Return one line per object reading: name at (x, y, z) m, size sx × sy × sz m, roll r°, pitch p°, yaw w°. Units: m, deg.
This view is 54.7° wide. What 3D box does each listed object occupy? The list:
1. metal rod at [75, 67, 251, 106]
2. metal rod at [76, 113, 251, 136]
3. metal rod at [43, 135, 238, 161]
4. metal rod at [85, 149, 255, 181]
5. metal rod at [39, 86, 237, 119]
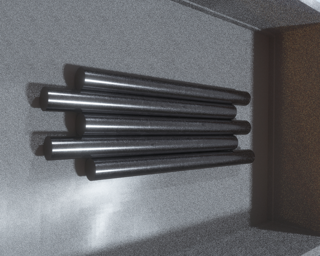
metal rod at (0.029, -0.052, 0.431) m, size 0.302 × 0.025 × 0.025 m, roll 1°, pitch 90°, yaw -40°
metal rod at (0.030, -0.002, 0.432) m, size 0.302 × 0.025 × 0.025 m, roll 1°, pitch 90°, yaw -40°
metal rod at (0.002, 0.022, 0.409) m, size 0.302 × 0.025 × 0.025 m, roll 1°, pitch 90°, yaw -40°
metal rod at (0.039, 0.048, 0.440) m, size 0.302 × 0.025 × 0.025 m, roll 1°, pitch 90°, yaw -40°
metal rod at (0.000, -0.027, 0.406) m, size 0.302 × 0.025 × 0.025 m, roll 1°, pitch 90°, yaw -40°
